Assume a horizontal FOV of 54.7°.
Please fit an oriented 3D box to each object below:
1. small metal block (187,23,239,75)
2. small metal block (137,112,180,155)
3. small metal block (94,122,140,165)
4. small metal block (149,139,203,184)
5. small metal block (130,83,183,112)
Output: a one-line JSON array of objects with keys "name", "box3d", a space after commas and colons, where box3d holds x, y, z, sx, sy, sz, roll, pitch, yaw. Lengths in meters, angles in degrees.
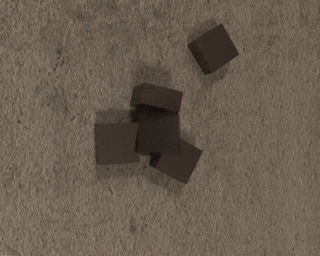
[{"name": "small metal block", "box3d": [0.075, -0.111, 0.438, 0.050, 0.025, 0.050, -36, 102, -17]}, {"name": "small metal block", "box3d": [-0.001, 0.008, 0.393, 0.050, 0.025, 0.050, -2, 75, 9]}, {"name": "small metal block", "box3d": [-0.054, 0.019, 0.390, 0.050, 0.025, 0.050, -3, 91, -20]}, {"name": "small metal block", "box3d": [0.022, 0.041, 0.418, 0.050, 0.025, 0.050, 30, 80, -18]}, {"name": "small metal block", "box3d": [-0.006, -0.037, 0.394, 0.050, 0.050, 0.025, 11, 86, -20]}]
